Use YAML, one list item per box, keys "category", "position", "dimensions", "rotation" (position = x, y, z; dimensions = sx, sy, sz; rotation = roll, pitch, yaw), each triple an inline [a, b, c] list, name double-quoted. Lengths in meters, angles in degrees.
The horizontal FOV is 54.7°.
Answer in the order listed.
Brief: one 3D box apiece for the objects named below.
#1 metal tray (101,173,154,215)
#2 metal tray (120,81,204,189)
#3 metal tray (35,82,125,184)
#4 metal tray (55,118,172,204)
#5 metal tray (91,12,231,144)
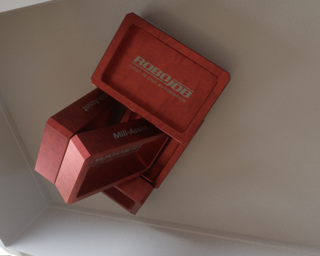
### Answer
- category: "metal tray"
  position: [-0.078, 0.075, 0.466]
  dimensions: [0.130, 0.030, 0.090]
  rotation: [34, 153, 5]
- category: "metal tray"
  position: [-0.011, 0.014, 0.416]
  dimensions: [0.090, 0.030, 0.129]
  rotation: [34, 129, 5]
- category: "metal tray"
  position: [-0.090, -0.001, 0.382]
  dimensions: [0.030, 0.131, 0.089]
  rotation: [35, 129, 6]
- category: "metal tray"
  position: [-0.050, 0.034, 0.369]
  dimensions: [0.030, 0.131, 0.089]
  rotation: [50, 132, 23]
- category: "metal tray"
  position: [0.000, -0.055, 0.346]
  dimensions: [0.130, 0.030, 0.090]
  rotation: [34, 103, 5]
